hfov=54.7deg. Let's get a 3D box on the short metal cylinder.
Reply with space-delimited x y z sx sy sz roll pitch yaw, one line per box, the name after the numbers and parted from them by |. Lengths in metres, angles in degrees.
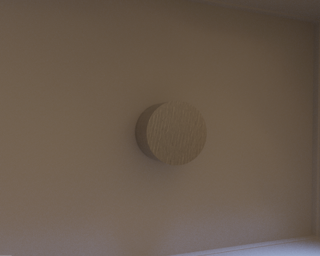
0.013 0.006 0.403 0.081 0.050 0.079 0 90 -21 | short metal cylinder
